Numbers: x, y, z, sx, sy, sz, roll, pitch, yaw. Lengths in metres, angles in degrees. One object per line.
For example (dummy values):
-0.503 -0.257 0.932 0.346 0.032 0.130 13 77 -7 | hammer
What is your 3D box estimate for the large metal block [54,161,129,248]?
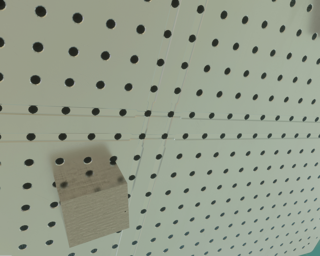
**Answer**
-0.088 0.099 0.407 0.081 0.050 0.079 -12 124 -22 | large metal block
